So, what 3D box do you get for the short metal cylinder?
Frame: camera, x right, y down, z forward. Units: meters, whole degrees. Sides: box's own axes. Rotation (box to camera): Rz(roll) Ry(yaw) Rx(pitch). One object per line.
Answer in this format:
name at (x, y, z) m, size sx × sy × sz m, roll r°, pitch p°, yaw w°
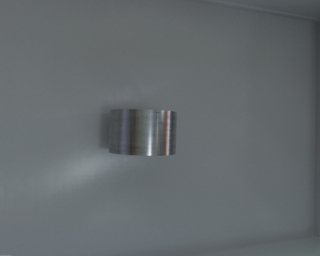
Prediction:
short metal cylinder at (-0.020, 0.005, 0.374) m, size 0.081 × 0.080 × 0.050 m, roll 2°, pitch 90°, yaw -20°
